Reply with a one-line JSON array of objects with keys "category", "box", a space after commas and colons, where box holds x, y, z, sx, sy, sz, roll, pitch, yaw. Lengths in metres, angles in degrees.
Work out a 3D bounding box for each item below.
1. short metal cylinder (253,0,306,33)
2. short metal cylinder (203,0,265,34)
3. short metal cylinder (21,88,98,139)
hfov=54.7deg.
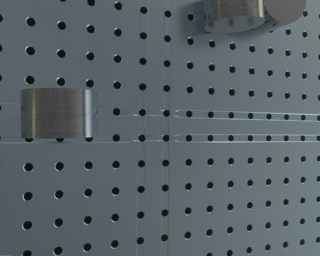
[{"category": "short metal cylinder", "box": [0.168, -0.189, 0.463, 0.081, 0.050, 0.079, 0, 90, -21]}, {"category": "short metal cylinder", "box": [0.099, -0.165, 0.421, 0.081, 0.080, 0.050, -5, 92, -20]}, {"category": "short metal cylinder", "box": [-0.110, -0.015, 0.343, 0.081, 0.080, 0.050, -1, 91, -20]}]
